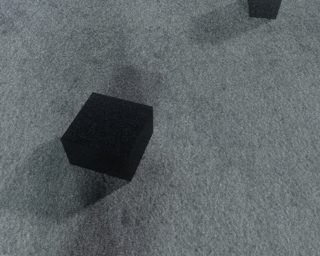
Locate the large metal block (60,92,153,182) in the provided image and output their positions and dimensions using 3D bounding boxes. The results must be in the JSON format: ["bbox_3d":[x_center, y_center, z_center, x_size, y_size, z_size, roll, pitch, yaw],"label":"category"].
[{"bbox_3d":[-0.060,0.009,0.379,0.080,0.050,0.080,14,51,11],"label":"large metal block"}]

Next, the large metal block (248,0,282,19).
[{"bbox_3d":[0.205,-0.269,0.596,0.050,0.080,0.080,6,50,4],"label":"large metal block"}]
